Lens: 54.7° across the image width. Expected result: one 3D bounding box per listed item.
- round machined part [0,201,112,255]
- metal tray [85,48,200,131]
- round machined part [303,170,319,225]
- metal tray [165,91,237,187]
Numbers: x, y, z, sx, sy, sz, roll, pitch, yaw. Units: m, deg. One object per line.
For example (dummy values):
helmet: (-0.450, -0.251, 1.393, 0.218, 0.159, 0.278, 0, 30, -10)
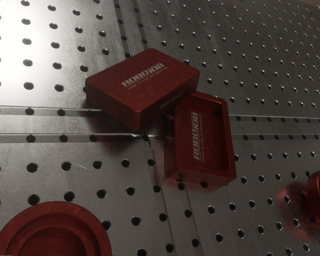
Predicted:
round machined part: (-0.096, 0.118, 0.274, 0.099, 0.042, 0.098, 14, 56, -21)
metal tray: (-0.020, -0.057, 0.408, 0.090, 0.030, 0.131, 32, 47, 24)
round machined part: (0.261, 0.113, 0.472, 0.099, 0.042, 0.098, 14, 56, -21)
metal tray: (0.054, 0.009, 0.429, 0.091, 0.030, 0.130, 14, 56, -21)
